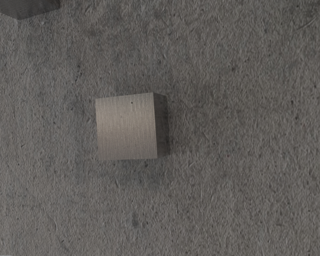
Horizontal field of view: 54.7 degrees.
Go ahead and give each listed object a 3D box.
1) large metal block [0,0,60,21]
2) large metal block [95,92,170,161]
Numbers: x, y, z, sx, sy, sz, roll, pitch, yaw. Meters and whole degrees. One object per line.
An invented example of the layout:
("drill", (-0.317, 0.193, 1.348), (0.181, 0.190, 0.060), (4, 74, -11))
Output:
("large metal block", (-0.208, -0.204, 0.453), (0.080, 0.080, 0.050), (-7, 88, 20))
("large metal block", (-0.035, -0.001, 0.408), (0.080, 0.050, 0.080), (-4, 89, 20))
